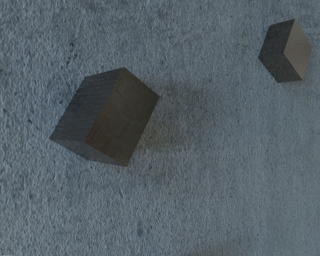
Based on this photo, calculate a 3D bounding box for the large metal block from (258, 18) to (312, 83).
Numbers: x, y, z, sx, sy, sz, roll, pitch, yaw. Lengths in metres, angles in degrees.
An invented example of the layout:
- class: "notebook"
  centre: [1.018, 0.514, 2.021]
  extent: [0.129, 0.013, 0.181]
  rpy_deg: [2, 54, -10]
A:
- class: "large metal block"
  centre: [0.239, -0.144, 0.588]
  extent: [0.080, 0.050, 0.080]
  rpy_deg: [37, 67, -34]

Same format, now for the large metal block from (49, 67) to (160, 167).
- class: "large metal block"
  centre: [-0.058, -0.010, 0.320]
  extent: [0.050, 0.080, 0.080]
  rpy_deg: [38, 67, -34]
